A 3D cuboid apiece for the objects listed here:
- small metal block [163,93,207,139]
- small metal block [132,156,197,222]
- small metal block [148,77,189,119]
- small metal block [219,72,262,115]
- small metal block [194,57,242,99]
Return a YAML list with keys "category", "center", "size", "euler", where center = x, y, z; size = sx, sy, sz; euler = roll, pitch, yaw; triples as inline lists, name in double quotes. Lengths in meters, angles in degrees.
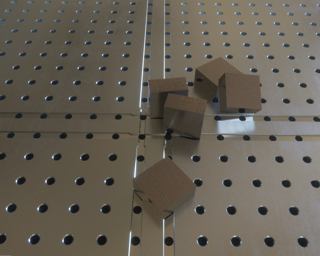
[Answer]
- category: "small metal block"
  center: [0.032, -0.015, 0.404]
  size: [0.050, 0.050, 0.025]
  euler: [11, 51, 9]
- category: "small metal block"
  center: [0.005, 0.068, 0.351]
  size: [0.050, 0.025, 0.050]
  euler: [-31, 57, -24]
- category: "small metal block"
  center: [0.011, -0.041, 0.426]
  size: [0.050, 0.050, 0.025]
  euler: [-5, 51, -5]
- category: "small metal block"
  center: [0.111, -0.047, 0.432]
  size: [0.050, 0.025, 0.050]
  euler: [3, 75, -10]
- category: "small metal block"
  center: [0.089, -0.078, 0.474]
  size: [0.050, 0.025, 0.050]
  euler: [-28, 56, -22]
